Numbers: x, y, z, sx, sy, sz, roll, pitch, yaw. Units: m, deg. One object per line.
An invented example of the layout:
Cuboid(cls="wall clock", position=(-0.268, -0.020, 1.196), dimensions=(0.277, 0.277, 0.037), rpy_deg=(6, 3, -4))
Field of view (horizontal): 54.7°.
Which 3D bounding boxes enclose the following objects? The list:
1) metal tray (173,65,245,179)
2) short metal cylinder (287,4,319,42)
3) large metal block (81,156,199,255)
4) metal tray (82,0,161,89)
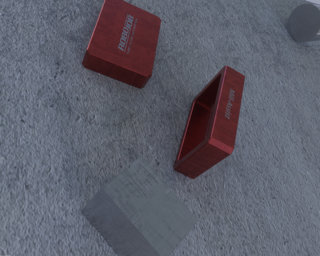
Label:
Cuboid(cls="metal tray", position=(0.064, -0.008, 0.401), dimensions=(0.030, 0.090, 0.130), rpy_deg=(28, 52, -11))
Cuboid(cls="short metal cylinder", position=(0.335, -0.234, 0.692), dimensions=(0.050, 0.080, 0.080), rpy_deg=(-13, 68, -33))
Cuboid(cls="large metal block", position=(-0.023, 0.086, 0.303), dimensions=(0.080, 0.080, 0.050), rpy_deg=(48, 51, 5))
Cuboid(cls="metal tray", position=(-0.051, -0.128, 0.451), dimensions=(0.091, 0.030, 0.130), rpy_deg=(19, 54, -17))
